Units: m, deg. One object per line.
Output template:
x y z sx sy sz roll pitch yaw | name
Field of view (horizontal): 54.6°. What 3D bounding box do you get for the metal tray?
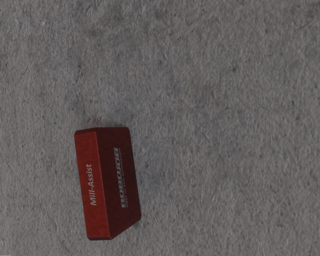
-0.063 0.065 0.397 0.030 0.090 0.129 -9 87 20 | metal tray
